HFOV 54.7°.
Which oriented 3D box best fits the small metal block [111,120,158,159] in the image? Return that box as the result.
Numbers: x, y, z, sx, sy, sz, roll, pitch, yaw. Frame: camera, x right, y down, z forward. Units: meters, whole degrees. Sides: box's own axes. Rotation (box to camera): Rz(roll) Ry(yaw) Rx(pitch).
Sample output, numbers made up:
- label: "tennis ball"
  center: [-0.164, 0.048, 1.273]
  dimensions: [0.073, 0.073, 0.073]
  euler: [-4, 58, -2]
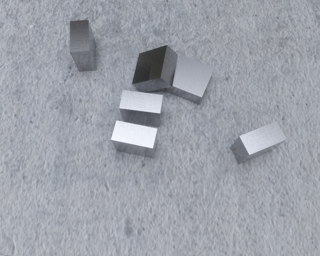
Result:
- label: "small metal block"
  center: [-0.030, 0.016, 0.389]
  dimensions: [0.050, 0.050, 0.025]
  euler: [11, 71, 4]

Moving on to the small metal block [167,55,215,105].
- label: "small metal block"
  center: [0.043, -0.067, 0.433]
  dimensions: [0.050, 0.025, 0.050]
  euler: [23, 71, 7]

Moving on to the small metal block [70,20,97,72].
- label: "small metal block"
  center: [-0.107, -0.115, 0.435]
  dimensions: [0.025, 0.050, 0.050]
  euler: [-5, 70, -2]

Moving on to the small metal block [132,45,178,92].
- label: "small metal block"
  center: [-0.007, -0.080, 0.424]
  dimensions: [0.050, 0.025, 0.050]
  euler: [-6, 64, 39]

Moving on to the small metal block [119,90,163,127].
- label: "small metal block"
  center: [-0.023, -0.024, 0.403]
  dimensions: [0.050, 0.050, 0.025]
  euler: [7, 70, 2]

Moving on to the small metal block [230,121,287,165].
- label: "small metal block"
  center: [0.122, 0.020, 0.389]
  dimensions: [0.050, 0.050, 0.025]
  euler: [-21, 72, -8]
